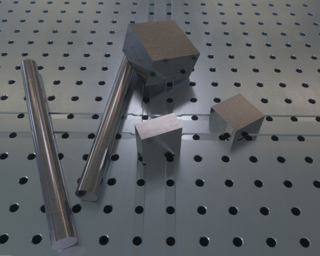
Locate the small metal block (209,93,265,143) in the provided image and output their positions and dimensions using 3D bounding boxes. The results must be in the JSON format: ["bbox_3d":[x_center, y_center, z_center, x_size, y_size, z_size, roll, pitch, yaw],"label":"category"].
[{"bbox_3d":[0.103,-0.014,0.421,0.050,0.025,0.050,-26,55,-20],"label":"small metal block"}]

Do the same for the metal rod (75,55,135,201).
[{"bbox_3d":[-0.061,-0.038,0.439,0.025,0.025,0.300,6,50,5],"label":"metal rod"}]

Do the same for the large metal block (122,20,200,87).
[{"bbox_3d":[0.000,-0.116,0.470,0.081,0.050,0.080,-16,60,-29],"label":"large metal block"}]

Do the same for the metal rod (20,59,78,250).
[{"bbox_3d":[-0.151,0.009,0.398,0.025,0.025,0.300,-17,52,-14],"label":"metal rod"}]

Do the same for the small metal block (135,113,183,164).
[{"bbox_3d":[-0.002,0.013,0.380,0.050,0.050,0.025,-17,52,-14],"label":"small metal block"}]
